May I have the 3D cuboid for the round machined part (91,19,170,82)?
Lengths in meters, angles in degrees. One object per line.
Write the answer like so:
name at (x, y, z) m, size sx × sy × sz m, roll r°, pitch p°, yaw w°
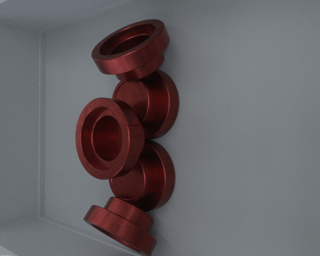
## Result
round machined part at (-0.033, -0.095, 0.395) m, size 0.098 × 0.098 × 0.042 m, roll 9°, pitch 138°, yaw 39°

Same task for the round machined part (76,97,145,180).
round machined part at (-0.058, 0.012, 0.383) m, size 0.098 × 0.042 × 0.097 m, roll 0°, pitch 90°, yaw 39°

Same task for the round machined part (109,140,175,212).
round machined part at (-0.031, 0.065, 0.417) m, size 0.098 × 0.042 × 0.097 m, roll 0°, pitch 90°, yaw 39°

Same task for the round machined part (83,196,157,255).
round machined part at (-0.047, 0.125, 0.407) m, size 0.098 × 0.098 × 0.042 m, roll 8°, pitch 58°, yaw 39°

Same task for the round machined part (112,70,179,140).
round machined part at (-0.027, -0.033, 0.413) m, size 0.098 × 0.042 × 0.097 m, roll 0°, pitch 90°, yaw 39°
